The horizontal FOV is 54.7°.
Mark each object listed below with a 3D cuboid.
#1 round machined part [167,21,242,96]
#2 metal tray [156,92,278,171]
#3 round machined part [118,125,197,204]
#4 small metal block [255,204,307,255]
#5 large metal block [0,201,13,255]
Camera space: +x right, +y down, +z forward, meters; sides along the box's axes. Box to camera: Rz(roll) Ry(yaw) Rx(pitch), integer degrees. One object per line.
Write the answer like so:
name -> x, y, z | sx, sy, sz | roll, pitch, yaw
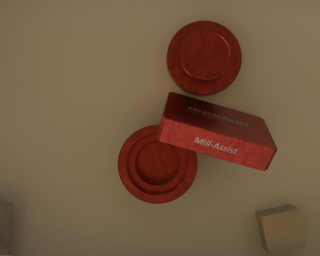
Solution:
round machined part -> 0.058, -0.092, 0.404 | 0.099, 0.042, 0.097 | 0, 90, -1
metal tray -> 0.066, 0.000, 0.377 | 0.131, 0.090, 0.030 | 16, 116, -1
round machined part -> -0.003, 0.045, 0.403 | 0.099, 0.042, 0.097 | 0, 90, -1
small metal block -> 0.161, 0.135, 0.414 | 0.050, 0.025, 0.050 | -12, 90, -1
large metal block -> -0.237, 0.132, 0.384 | 0.080, 0.050, 0.080 | 5, 89, 18
